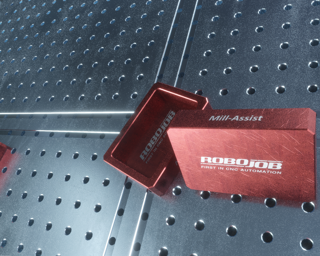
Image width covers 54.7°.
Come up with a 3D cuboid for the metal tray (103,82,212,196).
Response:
[{"bbox_3d":[-0.002,0.009,0.398,0.090,0.030,0.130,24,75,36],"label":"metal tray"}]

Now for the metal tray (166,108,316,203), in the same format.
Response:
[{"bbox_3d":[0.081,0.026,0.304,0.130,0.090,0.030,1,39,28],"label":"metal tray"}]

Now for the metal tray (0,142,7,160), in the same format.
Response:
[{"bbox_3d":[-0.342,0.055,0.547,0.130,0.030,0.090,9,66,31],"label":"metal tray"}]
